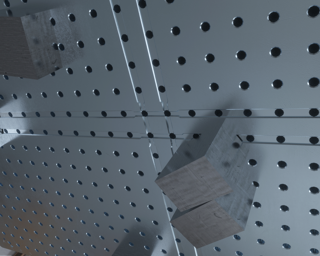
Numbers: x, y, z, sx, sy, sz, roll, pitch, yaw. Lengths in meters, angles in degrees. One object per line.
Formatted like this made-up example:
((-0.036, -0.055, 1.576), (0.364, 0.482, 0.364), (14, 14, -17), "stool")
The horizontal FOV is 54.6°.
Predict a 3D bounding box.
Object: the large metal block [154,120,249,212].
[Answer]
((0.052, 0.046, 0.377), (0.080, 0.080, 0.050), (-34, 99, 38), "large metal block")

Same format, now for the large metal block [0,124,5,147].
((-0.348, -0.001, 0.580), (0.080, 0.050, 0.079), (20, 126, 16), "large metal block")

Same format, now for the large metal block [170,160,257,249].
((0.070, 0.097, 0.399), (0.050, 0.080, 0.080), (46, 129, -4), "large metal block")

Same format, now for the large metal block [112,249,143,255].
((-0.065, 0.287, 0.588), (0.080, 0.080, 0.050), (1, 119, 28), "large metal block")

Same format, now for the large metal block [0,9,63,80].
((-0.190, -0.117, 0.424), (0.080, 0.050, 0.080), (10, 123, 23), "large metal block")
